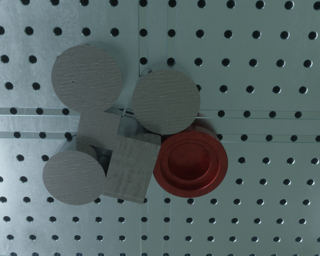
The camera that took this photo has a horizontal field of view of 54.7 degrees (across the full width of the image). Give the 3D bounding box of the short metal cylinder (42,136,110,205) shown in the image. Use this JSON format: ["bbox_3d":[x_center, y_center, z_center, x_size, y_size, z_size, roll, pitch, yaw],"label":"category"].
[{"bbox_3d":[-0.110,0.056,0.419,0.081,0.050,0.079,0,110,0],"label":"short metal cylinder"}]

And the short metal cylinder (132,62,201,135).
[{"bbox_3d":[0.007,-0.038,0.386,0.081,0.050,0.079,0,110,0],"label":"short metal cylinder"}]

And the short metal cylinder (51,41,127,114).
[{"bbox_3d":[-0.083,-0.062,0.376,0.081,0.050,0.079,0,110,0],"label":"short metal cylinder"}]

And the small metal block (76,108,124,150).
[{"bbox_3d":[-0.080,-0.003,0.411,0.050,0.025,0.050,14,110,-5],"label":"small metal block"}]

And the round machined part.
[{"bbox_3d":[0.039,0.042,0.420,0.099,0.042,0.097,0,110,0],"label":"round machined part"}]

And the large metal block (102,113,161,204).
[{"bbox_3d":[-0.034,0.036,0.394,0.050,0.080,0.079,15,109,-6],"label":"large metal block"}]
